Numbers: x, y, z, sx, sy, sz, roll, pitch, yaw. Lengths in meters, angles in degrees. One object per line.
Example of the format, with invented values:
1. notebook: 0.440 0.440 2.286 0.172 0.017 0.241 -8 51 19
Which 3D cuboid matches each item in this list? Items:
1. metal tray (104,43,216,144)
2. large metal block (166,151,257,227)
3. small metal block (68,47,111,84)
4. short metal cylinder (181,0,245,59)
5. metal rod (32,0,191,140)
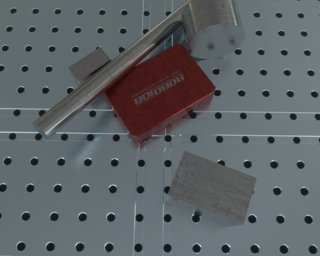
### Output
1. metal tray: -0.002 -0.049 0.427 0.131 0.030 0.090 -31 73 -11
2. large metal block: 0.054 0.073 0.356 0.080 0.080 0.050 20 71 7
3. small metal block: -0.091 -0.075 0.425 0.050 0.050 0.025 -38 74 -13
4. short metal cylinder: 0.074 -0.141 0.435 0.081 0.080 0.050 -7 70 -3
5. metal rod: -0.041 -0.093 0.415 0.025 0.025 0.301 38 63 12
